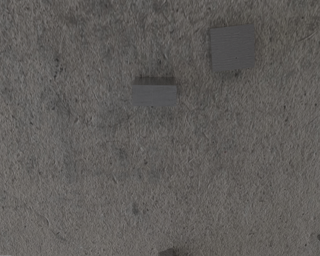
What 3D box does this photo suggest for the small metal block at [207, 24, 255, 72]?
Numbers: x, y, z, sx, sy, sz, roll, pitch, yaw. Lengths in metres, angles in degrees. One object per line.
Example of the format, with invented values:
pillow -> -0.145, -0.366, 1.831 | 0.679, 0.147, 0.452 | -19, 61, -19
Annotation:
small metal block -> 0.086, -0.098, 0.374 | 0.050, 0.025, 0.050 | -6, 110, 2

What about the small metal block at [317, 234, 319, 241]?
small metal block -> 0.275, 0.185, 0.467 | 0.050, 0.050, 0.025 | 37, 106, -13

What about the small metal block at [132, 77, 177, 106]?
small metal block -> -0.006, -0.046, 0.379 | 0.050, 0.050, 0.025 | 1, 110, -1

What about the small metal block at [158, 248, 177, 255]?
small metal block -> 0.019, 0.225, 0.480 | 0.025, 0.050, 0.050 | -24, 109, 8
